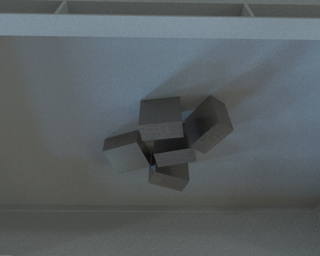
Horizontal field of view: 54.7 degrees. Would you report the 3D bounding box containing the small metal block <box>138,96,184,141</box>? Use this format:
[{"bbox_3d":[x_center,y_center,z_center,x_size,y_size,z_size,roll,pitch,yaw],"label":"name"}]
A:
[{"bbox_3d":[0.002,-0.012,0.382,0.050,0.050,0.025,-6,130,4],"label":"small metal block"}]

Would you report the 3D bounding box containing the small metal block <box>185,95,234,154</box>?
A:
[{"bbox_3d":[0.060,-0.004,0.388,0.025,0.050,0.050,28,124,-26],"label":"small metal block"}]

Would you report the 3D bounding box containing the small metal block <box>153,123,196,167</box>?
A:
[{"bbox_3d":[0.019,0.022,0.411,0.050,0.050,0.025,-10,130,8],"label":"small metal block"}]

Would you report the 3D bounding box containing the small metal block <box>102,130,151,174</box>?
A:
[{"bbox_3d":[-0.046,0.035,0.438,0.050,0.025,0.050,-16,129,13],"label":"small metal block"}]

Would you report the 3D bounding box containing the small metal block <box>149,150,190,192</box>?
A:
[{"bbox_3d":[0.012,0.058,0.442,0.050,0.050,0.025,17,128,-14],"label":"small metal block"}]
